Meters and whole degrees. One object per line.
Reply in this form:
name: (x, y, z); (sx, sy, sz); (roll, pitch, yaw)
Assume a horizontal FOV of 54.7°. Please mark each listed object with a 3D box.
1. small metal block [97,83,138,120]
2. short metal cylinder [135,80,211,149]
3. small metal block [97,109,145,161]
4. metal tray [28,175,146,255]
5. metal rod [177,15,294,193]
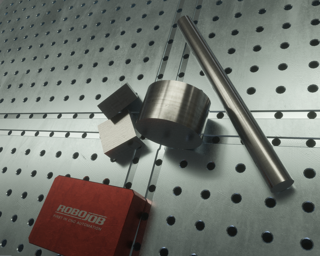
small metal block: (-0.060, -0.040, 0.445); (0.050, 0.025, 0.050); (-38, 10, 2)
short metal cylinder: (0.016, -0.014, 0.372); (0.080, 0.080, 0.050); (3, 63, 29)
small metal block: (-0.055, 0.009, 0.430); (0.050, 0.025, 0.050); (-29, 52, 9)
metal tray: (-0.091, 0.113, 0.382); (0.130, 0.030, 0.090); (4, 64, 29)
metal rod: (0.080, -0.054, 0.398); (0.025, 0.025, 0.299); (-28, 52, 10)
